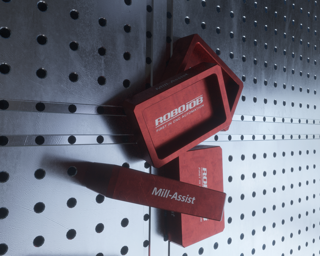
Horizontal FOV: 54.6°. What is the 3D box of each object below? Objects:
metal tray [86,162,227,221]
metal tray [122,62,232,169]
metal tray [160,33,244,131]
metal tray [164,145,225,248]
[{"bbox_3d":[-0.006,0.069,0.341,0.131,0.090,0.030,18,78,-23],"label":"metal tray"},{"bbox_3d":[0.027,-0.019,0.397,0.131,0.030,0.090,-29,118,-21],"label":"metal tray"},{"bbox_3d":[0.066,-0.063,0.459,0.130,0.030,0.090,36,68,-34],"label":"metal tray"},{"bbox_3d":[0.052,0.093,0.448,0.091,0.030,0.129,-4,93,-40],"label":"metal tray"}]
